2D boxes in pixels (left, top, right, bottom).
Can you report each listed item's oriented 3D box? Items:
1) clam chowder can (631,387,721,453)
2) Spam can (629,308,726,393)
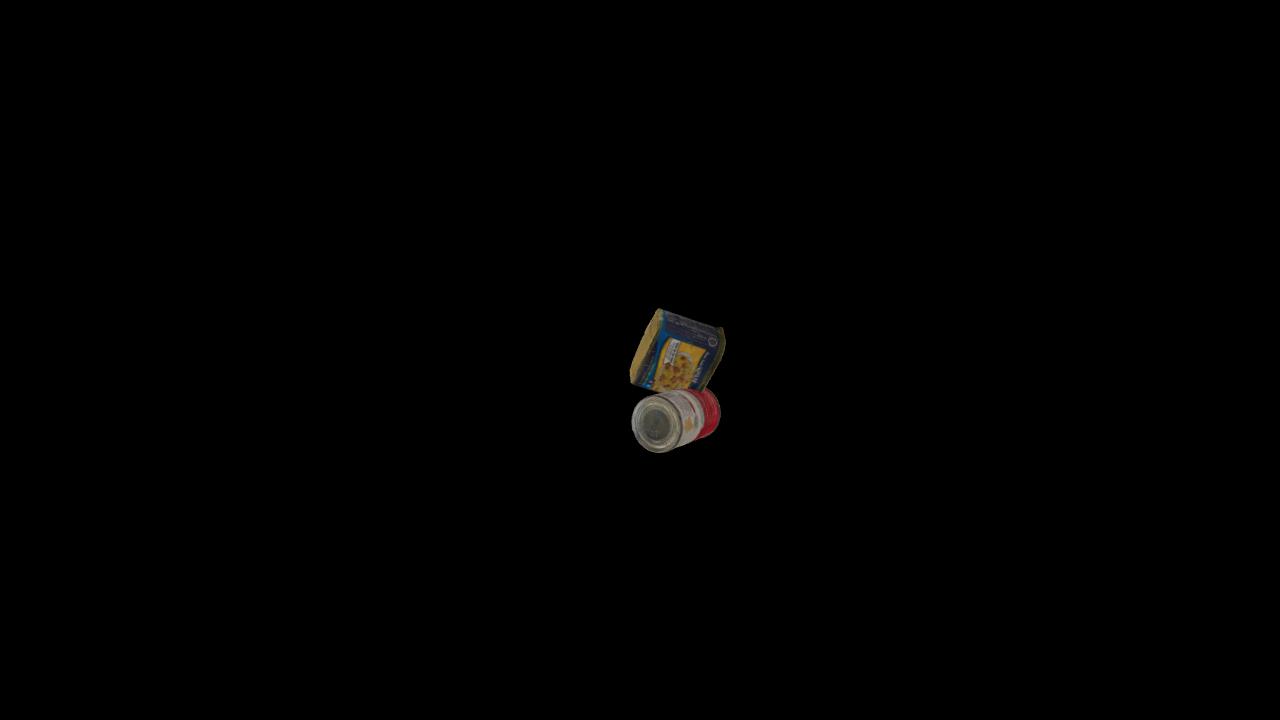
[{"bbox_3d":[0.044,0.068,0.726,0.068,0.068,0.102,0,4,32],"label":"clam chowder can"},{"bbox_3d":[0.043,-0.004,0.742,0.085,0.101,0.058,18,31,-12],"label":"Spam can"}]
